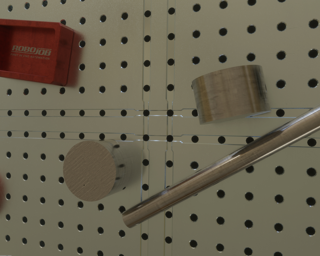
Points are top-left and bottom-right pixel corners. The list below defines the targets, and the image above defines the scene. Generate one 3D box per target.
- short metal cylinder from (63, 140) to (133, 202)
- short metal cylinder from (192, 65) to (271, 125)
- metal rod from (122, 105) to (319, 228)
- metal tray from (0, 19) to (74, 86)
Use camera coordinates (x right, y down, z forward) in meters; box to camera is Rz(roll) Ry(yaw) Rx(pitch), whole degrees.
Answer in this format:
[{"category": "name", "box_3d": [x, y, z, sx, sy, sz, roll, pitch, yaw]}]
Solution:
[{"category": "short metal cylinder", "box_3d": [-0.085, 0.056, 0.429, 0.080, 0.050, 0.080, 0, 90, 20]}, {"category": "short metal cylinder", "box_3d": [0.081, -0.036, 0.355, 0.080, 0.080, 0.050, -12, 86, 19]}, {"category": "metal rod", "box_3d": [0.078, 0.051, 0.384, 0.300, 0.025, 0.025, -32, 80, 17]}, {"category": "metal tray", "box_3d": [-0.203, -0.118, 0.481, 0.130, 0.030, 0.089, 10, 93, 19]}]
